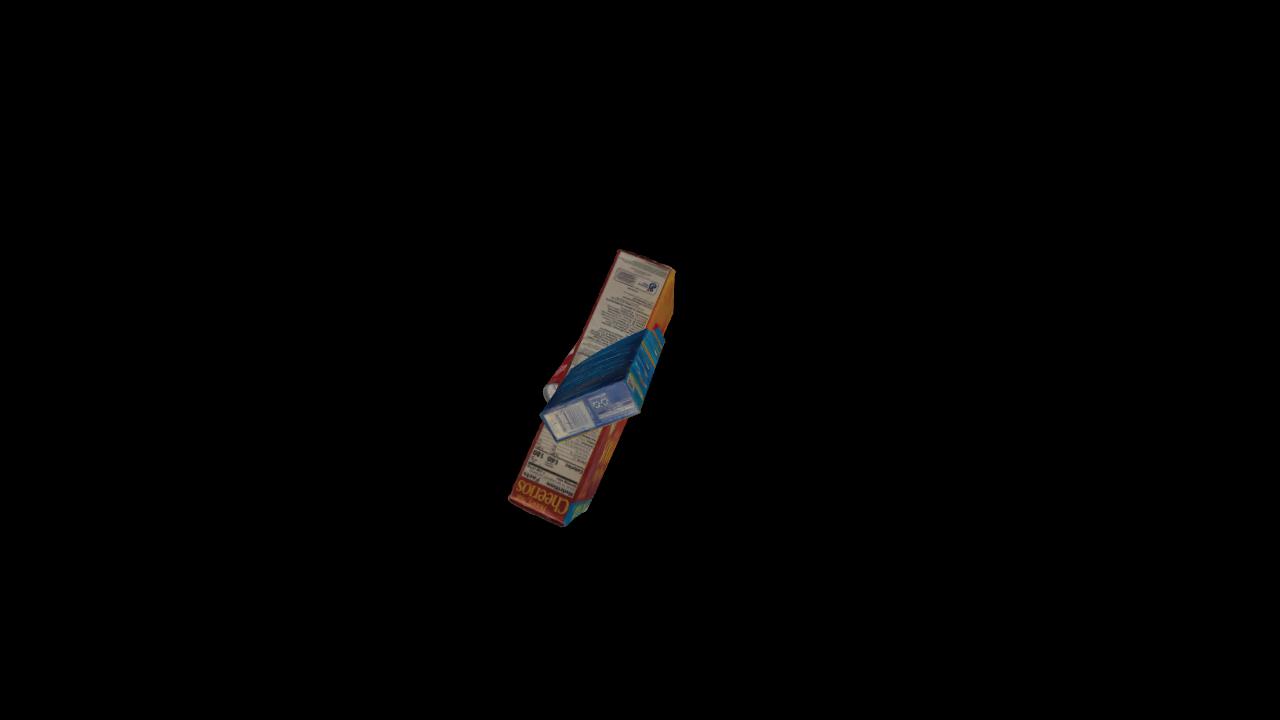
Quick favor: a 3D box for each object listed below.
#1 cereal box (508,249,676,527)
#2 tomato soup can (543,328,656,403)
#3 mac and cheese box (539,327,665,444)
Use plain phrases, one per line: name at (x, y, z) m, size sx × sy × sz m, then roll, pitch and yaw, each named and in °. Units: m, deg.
cereal box at (-0.047, 0.041, 0.755) m, size 0.081 × 0.306 × 0.203 m, roll 22°, pitch -8°, yaw 6°
tomato soup can at (-0.058, 0.015, 0.718) m, size 0.068 × 0.068 × 0.101 m, roll 0°, pitch 44°, yaw 37°
mac and cheese box at (-0.031, 0.015, 0.637) m, size 0.093 × 0.041 × 0.184 m, roll -23°, pitch 16°, yaw 18°
